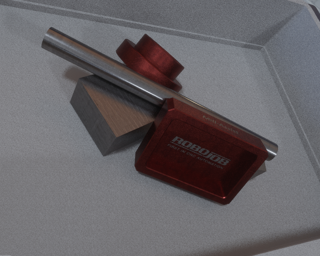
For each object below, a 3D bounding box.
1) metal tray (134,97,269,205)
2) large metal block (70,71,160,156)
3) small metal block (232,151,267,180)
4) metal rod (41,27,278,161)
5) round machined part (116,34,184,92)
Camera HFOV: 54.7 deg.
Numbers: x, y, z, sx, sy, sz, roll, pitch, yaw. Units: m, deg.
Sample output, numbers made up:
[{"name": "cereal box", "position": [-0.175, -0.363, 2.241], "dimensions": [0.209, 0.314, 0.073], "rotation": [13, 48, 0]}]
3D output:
[{"name": "metal tray", "position": [0.047, 0.031, 0.366], "dimensions": [0.131, 0.089, 0.030], "rotation": [24, 25, -15]}, {"name": "large metal block", "position": [-0.049, -0.024, 0.377], "dimensions": [0.081, 0.050, 0.080], "rotation": [-25, 76, -37]}, {"name": "small metal block", "position": [0.115, 0.043, 0.425], "dimensions": [0.025, 0.050, 0.050], "rotation": [14, 56, -21]}, {"name": "metal rod", "position": [0.011, -0.033, 0.365], "dimensions": [0.301, 0.025, 0.025], "rotation": [26, 53, -13]}, {"name": "round machined part", "position": [-0.007, -0.086, 0.410], "dimensions": [0.098, 0.042, 0.098], "rotation": [39, 13, -10]}]
